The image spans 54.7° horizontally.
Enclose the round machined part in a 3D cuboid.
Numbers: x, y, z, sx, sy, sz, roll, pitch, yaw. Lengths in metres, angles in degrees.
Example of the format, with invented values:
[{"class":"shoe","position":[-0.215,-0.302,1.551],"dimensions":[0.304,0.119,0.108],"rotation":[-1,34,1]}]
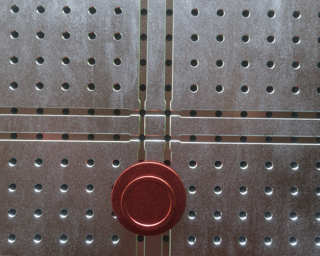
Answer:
[{"class":"round machined part","position":[-0.015,0.093,0.405],"dimensions":[0.099,0.042,0.097],"rotation":[0,90,-1]}]
